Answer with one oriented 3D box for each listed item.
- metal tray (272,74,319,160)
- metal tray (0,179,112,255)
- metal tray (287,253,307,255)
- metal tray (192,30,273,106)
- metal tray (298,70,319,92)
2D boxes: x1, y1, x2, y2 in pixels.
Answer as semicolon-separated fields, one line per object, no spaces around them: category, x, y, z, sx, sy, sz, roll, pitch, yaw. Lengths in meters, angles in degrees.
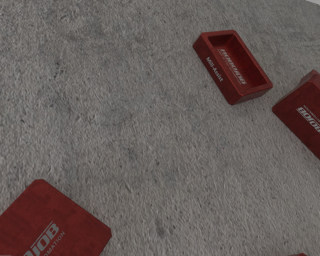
metal tray;0.264;-0.014;0.512;0.130;0.090;0.030;47;51;4
metal tray;-0.115;0.120;0.265;0.090;0.030;0.130;38;51;-3
metal tray;0.160;0.223;0.350;0.091;0.030;0.130;-10;67;-32
metal tray;0.125;-0.108;0.532;0.091;0.030;0.130;-17;71;-35
metal tray;0.300;-0.048;0.585;0.090;0.030;0.131;44;47;2
